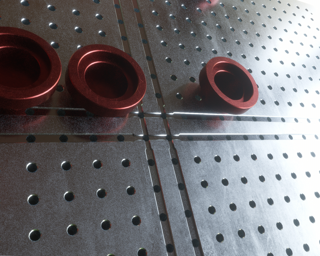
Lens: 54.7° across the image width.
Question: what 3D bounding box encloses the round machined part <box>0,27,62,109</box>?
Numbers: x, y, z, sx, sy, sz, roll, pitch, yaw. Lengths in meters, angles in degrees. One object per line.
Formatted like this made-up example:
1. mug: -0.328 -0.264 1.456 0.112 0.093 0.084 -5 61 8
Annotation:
1. round machined part: -0.165 -0.062 0.347 0.099 0.042 0.098 14 56 -21

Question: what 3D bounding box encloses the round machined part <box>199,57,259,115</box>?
1. round machined part: 0.104 -0.062 0.494 0.099 0.042 0.098 14 56 -21

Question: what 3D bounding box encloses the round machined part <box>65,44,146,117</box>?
1. round machined part: -0.071 -0.055 0.394 0.099 0.042 0.098 14 56 -21
